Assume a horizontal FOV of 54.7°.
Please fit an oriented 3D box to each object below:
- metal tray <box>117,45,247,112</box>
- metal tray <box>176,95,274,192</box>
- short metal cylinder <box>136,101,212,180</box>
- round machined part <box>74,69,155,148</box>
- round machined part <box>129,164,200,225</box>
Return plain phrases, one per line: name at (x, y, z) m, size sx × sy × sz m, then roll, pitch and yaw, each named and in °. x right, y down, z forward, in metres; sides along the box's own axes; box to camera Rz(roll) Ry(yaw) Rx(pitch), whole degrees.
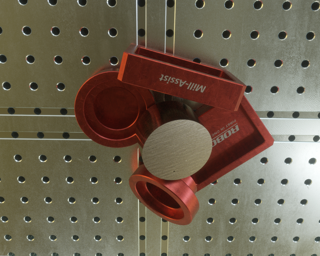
metal tray at (0.023, -0.061, 0.356) m, size 0.131 × 0.090 × 0.030 m, roll 14°, pitch 110°, yaw -6°
metal tray at (0.072, 0.017, 0.417) m, size 0.130 × 0.030 × 0.090 m, roll -35°, pitch 107°, yaw 11°
short metal cylinder at (0.015, 0.014, 0.366) m, size 0.081 × 0.050 × 0.079 m, roll -6°, pitch 120°, yaw -11°
round machined part at (-0.054, -0.027, 0.394) m, size 0.099 × 0.042 × 0.097 m, roll 0°, pitch 110°, yaw -1°
round machined part at (0.010, 0.082, 0.416) m, size 0.098 × 0.042 × 0.097 m, roll 26°, pitch 145°, yaw 20°
